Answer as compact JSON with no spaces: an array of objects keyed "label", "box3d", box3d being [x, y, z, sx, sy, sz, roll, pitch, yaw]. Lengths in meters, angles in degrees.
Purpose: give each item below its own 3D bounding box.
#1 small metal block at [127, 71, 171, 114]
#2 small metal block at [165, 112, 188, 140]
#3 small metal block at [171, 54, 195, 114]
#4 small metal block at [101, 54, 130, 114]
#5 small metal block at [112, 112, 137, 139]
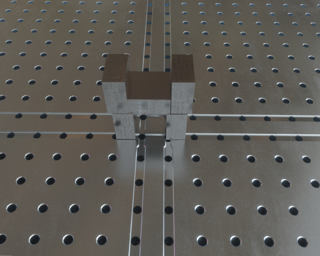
[{"label":"small metal block","box3d":[-0.013,-0.044,0.380,0.050,0.025,0.050,1,50,0]},{"label":"small metal block","box3d":[0.020,-0.020,0.408,0.025,0.050,0.050,-1,50,-1]},{"label":"small metal block","box3d":[0.026,-0.052,0.369,0.025,0.050,0.050,0,50,0]},{"label":"small metal block","box3d":[-0.050,-0.052,0.369,0.025,0.050,0.050,0,50,0]},{"label":"small metal block","box3d":[-0.045,-0.020,0.407,0.025,0.050,0.050,1,50,0]}]
